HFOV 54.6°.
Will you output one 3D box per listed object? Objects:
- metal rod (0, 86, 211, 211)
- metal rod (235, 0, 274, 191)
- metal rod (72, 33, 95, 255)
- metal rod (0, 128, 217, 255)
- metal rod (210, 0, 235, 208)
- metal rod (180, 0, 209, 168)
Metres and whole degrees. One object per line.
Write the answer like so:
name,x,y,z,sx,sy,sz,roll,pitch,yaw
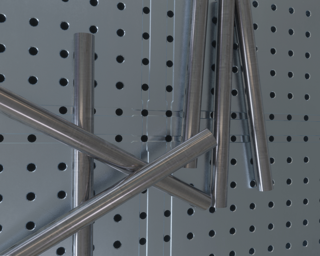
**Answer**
metal rod,-0.053,0.035,0.370,0.301,0.025,0.025,31,80,-26
metal rod,0.138,-0.055,0.462,0.025,0.025,0.298,-9,93,-20
metal rod,-0.094,0.037,0.378,0.025,0.025,0.298,0,90,-20
metal rod,-0.067,0.087,0.355,0.301,0.025,0.025,-31,101,-7
metal rod,0.089,-0.038,0.445,0.025,0.025,0.298,3,89,-20
metal rod,0.049,-0.095,0.430,0.025,0.025,0.298,5,88,-20
